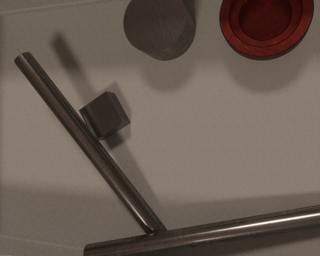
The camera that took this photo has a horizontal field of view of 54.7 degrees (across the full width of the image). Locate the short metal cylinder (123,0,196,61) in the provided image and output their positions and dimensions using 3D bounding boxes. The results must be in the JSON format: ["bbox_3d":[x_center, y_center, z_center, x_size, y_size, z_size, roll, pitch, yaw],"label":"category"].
[{"bbox_3d":[0.001,-0.131,0.396,0.080,0.050,0.079,0,90,19],"label":"short metal cylinder"}]

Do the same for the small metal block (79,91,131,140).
[{"bbox_3d":[-0.078,-0.016,0.437,0.050,0.025,0.050,-32,80,17],"label":"small metal block"}]

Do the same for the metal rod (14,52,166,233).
[{"bbox_3d":[-0.095,0.022,0.416,0.025,0.025,0.300,-39,88,16],"label":"metal rod"}]

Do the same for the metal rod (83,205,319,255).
[{"bbox_3d":[0.049,0.131,0.374,0.301,0.025,0.025,-14,86,12],"label":"metal rod"}]

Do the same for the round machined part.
[{"bbox_3d":[0.121,-0.127,0.359,0.098,0.042,0.097,0,90,19],"label":"round machined part"}]
